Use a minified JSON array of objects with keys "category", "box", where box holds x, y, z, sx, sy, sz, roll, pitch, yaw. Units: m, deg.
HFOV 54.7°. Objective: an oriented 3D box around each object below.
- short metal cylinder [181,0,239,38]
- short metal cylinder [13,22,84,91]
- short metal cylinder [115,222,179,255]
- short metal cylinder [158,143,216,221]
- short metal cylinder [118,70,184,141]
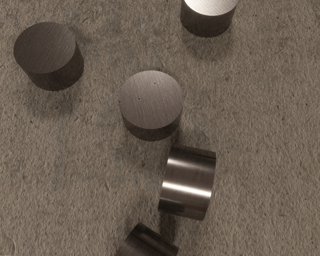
[{"category":"short metal cylinder","box":[0.072,-0.184,0.463,0.081,0.050,0.080,0,70,0]},{"category":"short metal cylinder","box":[-0.151,-0.098,0.429,0.081,0.050,0.080,0,70,0]},{"category":"short metal cylinder","box":[-0.022,0.147,0.325,0.050,0.080,0.080,31,73,10]},{"category":"short metal cylinder","box":[0.031,0.061,0.357,0.050,0.080,0.080,12,71,4]},{"category":"short metal cylinder","box":[-0.011,-0.028,0.405,0.081,0.050,0.080,0,70,0]}]
